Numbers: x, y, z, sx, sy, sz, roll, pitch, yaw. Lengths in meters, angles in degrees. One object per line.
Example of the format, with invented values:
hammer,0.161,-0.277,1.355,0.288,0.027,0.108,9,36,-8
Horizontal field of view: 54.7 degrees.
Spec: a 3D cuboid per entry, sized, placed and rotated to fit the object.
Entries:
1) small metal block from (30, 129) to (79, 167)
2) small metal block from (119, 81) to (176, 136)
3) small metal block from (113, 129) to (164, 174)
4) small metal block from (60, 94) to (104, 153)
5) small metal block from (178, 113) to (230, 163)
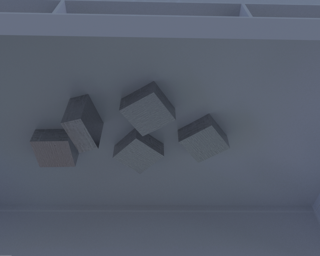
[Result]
small metal block,-0.145,0.028,0.431,0.050,0.025,0.050,-1,130,0
small metal block,-0.015,-0.023,0.389,0.050,0.025,0.050,-26,126,20
small metal block,-0.030,0.032,0.436,0.050,0.025,0.050,35,122,-27
small metal block,-0.095,-0.006,0.386,0.025,0.050,0.050,-13,129,10
small metal block,0.060,0.015,0.423,0.050,0.025,0.050,-29,125,22
